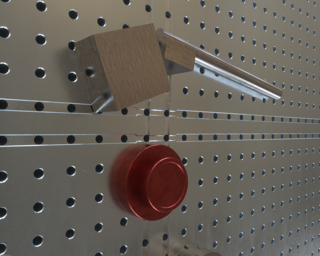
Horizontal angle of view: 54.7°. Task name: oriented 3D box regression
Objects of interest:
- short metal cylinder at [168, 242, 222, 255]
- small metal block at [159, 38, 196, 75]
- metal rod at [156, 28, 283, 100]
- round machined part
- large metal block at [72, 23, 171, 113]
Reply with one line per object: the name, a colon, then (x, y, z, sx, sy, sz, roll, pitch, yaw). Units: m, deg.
short metal cylinder: (0.049, 0.207, 0.435, 0.081, 0.050, 0.079, 0, 90, -40)
small metal block: (0.010, -0.090, 0.401, 0.050, 0.050, 0.025, 15, 81, -39)
metal rod: (0.111, -0.093, 0.501, 0.302, 0.025, 0.025, 13, 82, -39)
round machined part: (-0.002, 0.070, 0.396, 0.099, 0.042, 0.097, 0, 90, -40)
large metal block: (-0.042, -0.069, 0.357, 0.081, 0.050, 0.080, -26, 107, -37)
